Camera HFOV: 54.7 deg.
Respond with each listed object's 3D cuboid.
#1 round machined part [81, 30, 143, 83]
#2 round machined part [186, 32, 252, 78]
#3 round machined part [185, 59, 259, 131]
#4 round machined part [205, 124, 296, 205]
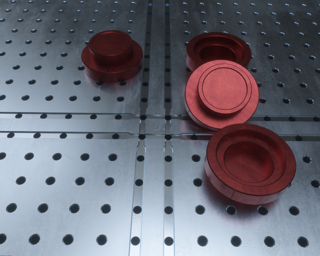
[{"bbox_3d":[-0.077,-0.121,0.497,0.099,0.042,0.098,0,50,0],"label":"round machined part"},{"bbox_3d":[0.089,-0.105,0.486,0.099,0.042,0.098,0,50,0],"label":"round machined part"},{"bbox_3d":[0.082,-0.046,0.410,0.099,0.042,0.098,0,78,1],"label":"round machined part"},{"bbox_3d":[0.101,0.045,0.360,0.099,0.042,0.098,0,50,0],"label":"round machined part"}]
